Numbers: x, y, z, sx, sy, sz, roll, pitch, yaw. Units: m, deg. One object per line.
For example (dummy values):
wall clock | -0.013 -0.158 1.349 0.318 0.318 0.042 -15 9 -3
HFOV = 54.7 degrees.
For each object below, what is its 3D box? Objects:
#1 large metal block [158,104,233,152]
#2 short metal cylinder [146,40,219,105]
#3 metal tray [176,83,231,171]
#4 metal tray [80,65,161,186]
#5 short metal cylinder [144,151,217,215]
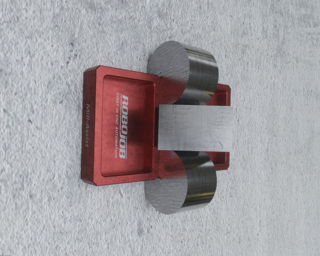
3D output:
large metal block | 0.039 0.000 0.376 0.081 0.080 0.050 2 90 0
short metal cylinder | 0.027 -0.065 0.392 0.050 0.080 0.080 3 89 -40
metal tray | 0.064 -0.002 0.457 0.091 0.030 0.129 2 89 -40
metal tray | -0.044 -0.002 0.366 0.091 0.030 0.129 2 89 -40
short metal cylinder | 0.024 0.065 0.391 0.050 0.080 0.080 3 89 -40
